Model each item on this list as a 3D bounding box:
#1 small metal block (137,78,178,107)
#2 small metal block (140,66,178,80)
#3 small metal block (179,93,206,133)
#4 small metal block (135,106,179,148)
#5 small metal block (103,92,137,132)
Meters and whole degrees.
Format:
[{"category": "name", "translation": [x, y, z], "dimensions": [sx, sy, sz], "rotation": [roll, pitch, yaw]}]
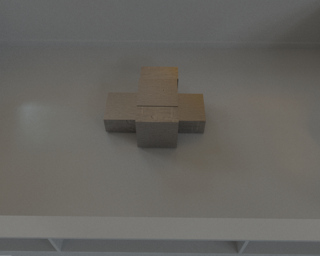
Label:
[{"category": "small metal block", "translation": [-0.003, -0.038, 0.401], "dimensions": [0.050, 0.025, 0.050], "rotation": [1, 50, 0]}, {"category": "small metal block", "translation": [-0.001, -0.059, 0.435], "dimensions": [0.050, 0.050, 0.025], "rotation": [1, 50, 0]}, {"category": "small metal block", "translation": [0.034, -0.020, 0.420], "dimensions": [0.050, 0.025, 0.050], "rotation": [1, 50, 0]}, {"category": "small metal block", "translation": [-0.003, -0.001, 0.385], "dimensions": [0.050, 0.050, 0.025], "rotation": [1, 50, 0]}, {"category": "small metal block", "translation": [-0.047, -0.022, 0.420], "dimensions": [0.050, 0.025, 0.050], "rotation": [1, 50, 0]}]
